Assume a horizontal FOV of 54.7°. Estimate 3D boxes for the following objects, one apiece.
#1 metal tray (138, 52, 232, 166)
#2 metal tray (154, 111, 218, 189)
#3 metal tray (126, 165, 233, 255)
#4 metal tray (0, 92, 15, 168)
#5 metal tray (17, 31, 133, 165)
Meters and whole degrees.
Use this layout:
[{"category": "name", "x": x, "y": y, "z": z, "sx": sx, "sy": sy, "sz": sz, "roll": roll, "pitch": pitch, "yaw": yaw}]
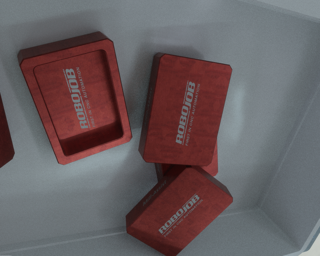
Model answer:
[{"category": "metal tray", "x": 0.029, "y": -0.020, "z": 0.381, "sx": 0.091, "sy": 0.030, "sz": 0.129, "roll": 6, "pitch": 104, "yaw": -17}, {"category": "metal tray", "x": 0.036, "y": 0.029, "z": 0.445, "sx": 0.091, "sy": 0.030, "sz": 0.129, "roll": -21, "pitch": 127, "yaw": -17}, {"category": "metal tray", "x": 0.026, "y": 0.115, "z": 0.437, "sx": 0.090, "sy": 0.030, "sz": 0.130, "roll": 38, "pitch": 102, "yaw": -20}, {"category": "metal tray", "x": -0.181, "y": -0.006, "z": 0.267, "sx": 0.090, "sy": 0.030, "sz": 0.129, "roll": -54, "pitch": 152, "yaw": -55}, {"category": "metal tray", "x": -0.087, "y": -0.030, "z": 0.340, "sx": 0.091, "sy": 0.030, "sz": 0.129, "roll": -20, "pitch": 126, "yaw": -17}]
